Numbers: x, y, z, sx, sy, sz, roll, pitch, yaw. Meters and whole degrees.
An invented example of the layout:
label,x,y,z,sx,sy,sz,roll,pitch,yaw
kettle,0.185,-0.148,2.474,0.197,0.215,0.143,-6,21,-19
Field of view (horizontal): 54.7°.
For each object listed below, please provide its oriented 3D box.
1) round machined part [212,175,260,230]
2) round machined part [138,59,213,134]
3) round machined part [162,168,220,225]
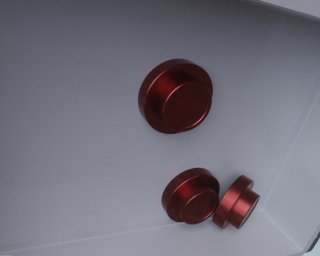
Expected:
label,x,y,z,sx,sy,sz,roll,pitch,yaw
round machined part,0.134,0.132,0.527,0.099,0.042,0.097,-40,148,-31
round machined part,0.026,-0.034,0.390,0.099,0.042,0.097,-14,124,-21
round machined part,0.056,0.116,0.500,0.099,0.042,0.097,-14,124,-21
